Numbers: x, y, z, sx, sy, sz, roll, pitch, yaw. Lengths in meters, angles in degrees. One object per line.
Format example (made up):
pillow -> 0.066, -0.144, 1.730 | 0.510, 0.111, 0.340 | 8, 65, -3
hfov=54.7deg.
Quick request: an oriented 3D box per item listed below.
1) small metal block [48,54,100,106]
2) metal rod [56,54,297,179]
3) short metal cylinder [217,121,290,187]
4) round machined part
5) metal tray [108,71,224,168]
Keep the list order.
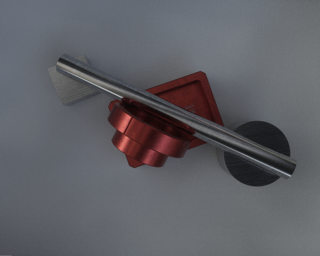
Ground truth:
small metal block -> -0.111, -0.062, 0.408 | 0.050, 0.025, 0.050 | -22, 90, -1
metal rod -> 0.014, -0.016, 0.369 | 0.301, 0.025, 0.025 | 25, 90, 6
short metal cylinder -> 0.117, 0.031, 0.399 | 0.081, 0.050, 0.079 | 0, 90, -1
round machined part -> -0.017, 0.011, 0.360 | 0.098, 0.098, 0.042 | 28, 98, -1
metal tray -> 0.009, -0.011, 0.407 | 0.131, 0.030, 0.090 | -19, 90, -1
